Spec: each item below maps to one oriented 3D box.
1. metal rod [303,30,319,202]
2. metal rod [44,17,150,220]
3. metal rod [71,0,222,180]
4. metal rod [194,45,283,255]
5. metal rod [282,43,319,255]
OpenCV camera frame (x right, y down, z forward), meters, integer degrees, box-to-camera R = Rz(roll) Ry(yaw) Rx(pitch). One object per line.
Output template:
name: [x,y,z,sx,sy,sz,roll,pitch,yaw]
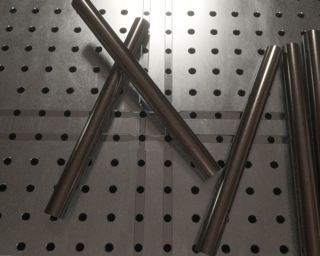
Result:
metal rod: [0.216,0.000,0.414,0.025,0.025,0.299,4,70,1]
metal rod: [-0.077,-0.027,0.420,0.025,0.025,0.300,19,71,6]
metal rod: [-0.022,-0.060,0.412,0.025,0.025,0.299,-36,82,-12]
metal rod: [0.110,0.016,0.407,0.025,0.025,0.300,22,71,7]
metal rod: [0.185,0.022,0.405,0.025,0.025,0.299,3,70,1]
